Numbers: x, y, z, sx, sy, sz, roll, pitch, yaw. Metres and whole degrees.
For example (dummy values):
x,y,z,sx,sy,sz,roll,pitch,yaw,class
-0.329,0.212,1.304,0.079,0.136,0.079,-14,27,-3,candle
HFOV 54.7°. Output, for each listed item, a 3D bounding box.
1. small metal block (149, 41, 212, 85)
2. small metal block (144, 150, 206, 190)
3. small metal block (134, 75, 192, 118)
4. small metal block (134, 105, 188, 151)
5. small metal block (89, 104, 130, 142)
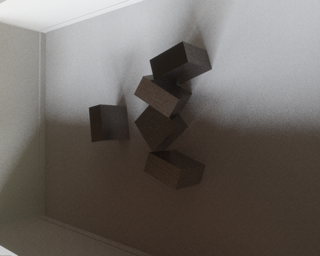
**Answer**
x,y,z,sx,sy,sz,roll,pitch,yaw,class
0.025,-0.075,0.368,0.050,0.050,0.025,-21,76,37,small metal block
0.018,0.049,0.374,0.050,0.050,0.025,25,106,37,small metal block
0.005,-0.041,0.375,0.050,0.050,0.025,35,113,11,small metal block
0.001,-0.004,0.404,0.050,0.025,0.050,-47,63,30,small metal block
-0.073,-0.006,0.448,0.025,0.050,0.050,-10,84,39,small metal block
